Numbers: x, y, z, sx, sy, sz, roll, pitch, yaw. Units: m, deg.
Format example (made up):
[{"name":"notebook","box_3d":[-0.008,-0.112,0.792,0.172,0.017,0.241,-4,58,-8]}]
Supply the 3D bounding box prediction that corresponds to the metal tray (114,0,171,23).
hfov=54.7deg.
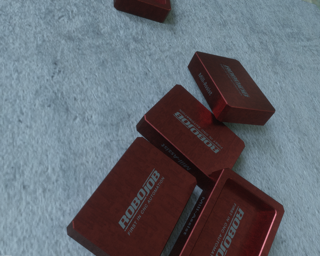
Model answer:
[{"name":"metal tray","box_3d":[-0.033,-0.249,0.535,0.091,0.030,0.130,8,58,-24]}]

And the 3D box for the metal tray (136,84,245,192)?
[{"name":"metal tray","box_3d":[0.044,0.011,0.419,0.130,0.030,0.090,42,51,0]}]

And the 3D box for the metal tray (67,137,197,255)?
[{"name":"metal tray","box_3d":[-0.024,0.082,0.338,0.090,0.030,0.130,38,51,-3]}]

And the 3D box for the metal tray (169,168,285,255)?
[{"name":"metal tray","box_3d":[0.075,0.122,0.346,0.090,0.030,0.130,35,66,-6]}]

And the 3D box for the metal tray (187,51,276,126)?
[{"name":"metal tray","box_3d":[0.106,-0.062,0.476,0.091,0.030,0.130,4,44,-28]}]
